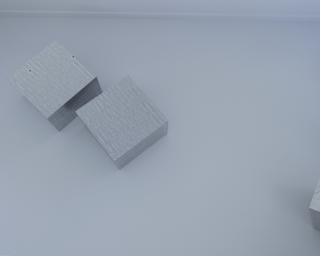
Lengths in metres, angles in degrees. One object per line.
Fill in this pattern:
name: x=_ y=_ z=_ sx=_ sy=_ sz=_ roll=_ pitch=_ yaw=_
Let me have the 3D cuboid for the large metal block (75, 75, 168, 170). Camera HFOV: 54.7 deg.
large metal block: x=-0.047 y=-0.006 z=0.398 sx=0.080 sy=0.050 sz=0.080 roll=-37 pitch=75 yaw=-13

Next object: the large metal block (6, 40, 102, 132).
large metal block: x=-0.137 y=-0.056 z=0.415 sx=0.080 sy=0.050 sz=0.080 roll=42 pitch=75 yaw=13

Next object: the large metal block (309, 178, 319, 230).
large metal block: x=0.214 y=0.091 z=0.335 sx=0.080 sy=0.080 sz=0.050 roll=16 pitch=68 yaw=36
